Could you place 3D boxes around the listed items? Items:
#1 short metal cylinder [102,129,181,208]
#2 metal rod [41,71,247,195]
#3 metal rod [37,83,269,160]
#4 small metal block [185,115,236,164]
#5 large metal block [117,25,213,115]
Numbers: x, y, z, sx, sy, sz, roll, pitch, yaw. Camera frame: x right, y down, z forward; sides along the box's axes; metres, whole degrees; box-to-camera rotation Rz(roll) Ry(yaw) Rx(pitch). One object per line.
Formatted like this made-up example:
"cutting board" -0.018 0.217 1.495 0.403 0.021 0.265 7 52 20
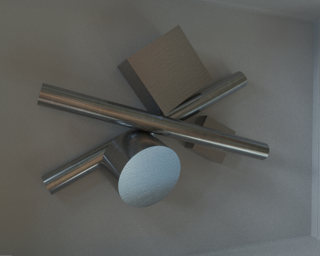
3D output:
"short metal cylinder" -0.023 0.047 0.373 0.081 0.050 0.079 -14 119 -27
"metal rod" -0.006 -0.002 0.407 0.302 0.025 0.025 -29 100 -18
"metal rod" 0.008 -0.002 0.386 0.302 0.025 0.025 14 85 -20
"small metal block" 0.071 0.016 0.435 0.050 0.025 0.050 28 81 -18
"large metal block" 0.006 -0.071 0.398 0.080 0.050 0.080 -38 103 -16
